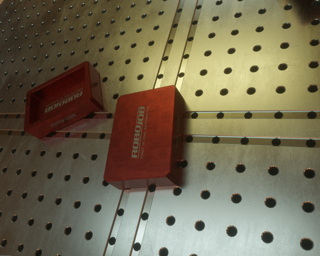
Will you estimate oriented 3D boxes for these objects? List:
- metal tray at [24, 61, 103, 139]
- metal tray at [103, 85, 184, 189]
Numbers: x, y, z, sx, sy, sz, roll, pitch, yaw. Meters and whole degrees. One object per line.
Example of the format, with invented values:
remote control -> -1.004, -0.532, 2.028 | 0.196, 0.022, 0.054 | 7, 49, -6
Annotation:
metal tray -> -0.163, -0.047, 0.516 | 0.130, 0.030, 0.090 | -24, 53, 13
metal tray -> -0.019, 0.011, 0.407 | 0.090, 0.030, 0.130 | -9, 58, 23
